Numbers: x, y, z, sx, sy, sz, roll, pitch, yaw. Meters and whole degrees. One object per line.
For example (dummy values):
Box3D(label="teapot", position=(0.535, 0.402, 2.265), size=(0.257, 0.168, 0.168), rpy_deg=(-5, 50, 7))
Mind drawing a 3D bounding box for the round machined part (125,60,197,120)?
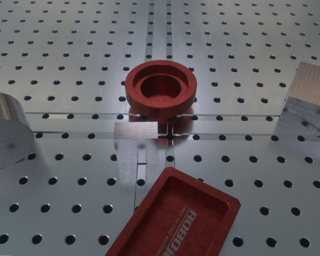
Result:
Box3D(label="round machined part", position=(0.001, -0.049, 0.438), size=(0.099, 0.042, 0.098), rpy_deg=(0, 50, 0))

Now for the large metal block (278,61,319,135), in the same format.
Box3D(label="large metal block", position=(0.218, -0.038, 0.425), size=(0.080, 0.050, 0.080), rpy_deg=(21, 53, 16))

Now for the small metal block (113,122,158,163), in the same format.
Box3D(label="small metal block", position=(-0.028, 0.018, 0.376), size=(0.050, 0.050, 0.025), rpy_deg=(-1, 50, -1))

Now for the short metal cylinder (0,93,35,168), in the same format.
Box3D(label="short metal cylinder", position=(-0.198, 0.004, 0.367), size=(0.081, 0.080, 0.050), rpy_deg=(-24, 54, -19))

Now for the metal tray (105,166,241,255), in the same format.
Box3D(label="metal tray", position=(0.014, 0.111, 0.311), size=(0.090, 0.030, 0.130), rpy_deg=(24, 54, 19))
